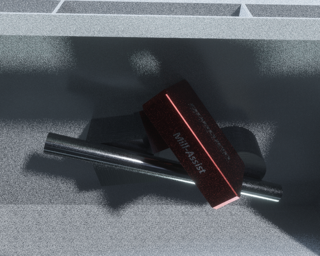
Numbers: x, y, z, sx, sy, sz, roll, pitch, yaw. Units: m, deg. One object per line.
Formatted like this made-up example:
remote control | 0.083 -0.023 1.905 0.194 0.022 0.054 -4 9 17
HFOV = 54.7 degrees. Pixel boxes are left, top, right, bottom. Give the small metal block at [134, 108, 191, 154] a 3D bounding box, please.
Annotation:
small metal block | 0.003 -0.003 0.361 0.050 0.025 0.050 -20 97 -18

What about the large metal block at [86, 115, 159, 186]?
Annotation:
large metal block | -0.046 0.030 0.416 0.080 0.050 0.080 -6 130 4

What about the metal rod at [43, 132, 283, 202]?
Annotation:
metal rod | 0.014 0.052 0.385 0.302 0.025 0.025 14 129 -12

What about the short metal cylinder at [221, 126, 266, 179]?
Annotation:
short metal cylinder | 0.100 0.044 0.430 0.081 0.050 0.079 0 130 0

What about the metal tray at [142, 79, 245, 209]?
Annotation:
metal tray | 0.043 0.012 0.343 0.030 0.090 0.130 -34 93 24
